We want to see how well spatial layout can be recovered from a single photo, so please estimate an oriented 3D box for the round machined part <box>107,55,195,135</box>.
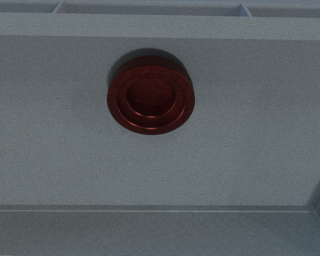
[{"bbox_3d":[-0.010,-0.041,0.363,0.099,0.042,0.097,-1,130,0],"label":"round machined part"}]
